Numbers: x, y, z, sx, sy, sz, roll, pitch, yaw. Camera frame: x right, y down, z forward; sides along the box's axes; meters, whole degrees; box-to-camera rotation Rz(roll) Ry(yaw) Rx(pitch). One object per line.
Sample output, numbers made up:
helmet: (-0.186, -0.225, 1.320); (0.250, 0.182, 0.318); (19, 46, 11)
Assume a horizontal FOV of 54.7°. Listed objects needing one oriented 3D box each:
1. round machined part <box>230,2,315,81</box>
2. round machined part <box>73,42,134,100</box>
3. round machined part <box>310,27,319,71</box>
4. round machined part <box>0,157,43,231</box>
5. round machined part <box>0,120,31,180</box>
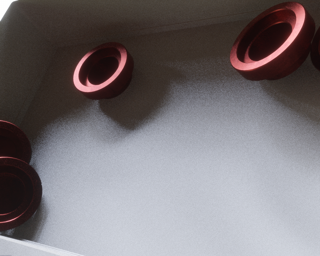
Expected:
round machined part: (0.136, -0.096, 0.367); (0.098, 0.042, 0.098); (-37, 34, 30)
round machined part: (-0.084, -0.085, 0.491); (0.098, 0.042, 0.098); (-13, 56, 21)
round machined part: (0.213, -0.090, 0.319); (0.098, 0.042, 0.098); (-44, 32, 38)
round machined part: (-0.218, 0.092, 0.430); (0.042, 0.099, 0.098); (-33, 38, 59)
round machined part: (-0.252, 0.040, 0.481); (0.099, 0.042, 0.098); (4, 77, -16)
